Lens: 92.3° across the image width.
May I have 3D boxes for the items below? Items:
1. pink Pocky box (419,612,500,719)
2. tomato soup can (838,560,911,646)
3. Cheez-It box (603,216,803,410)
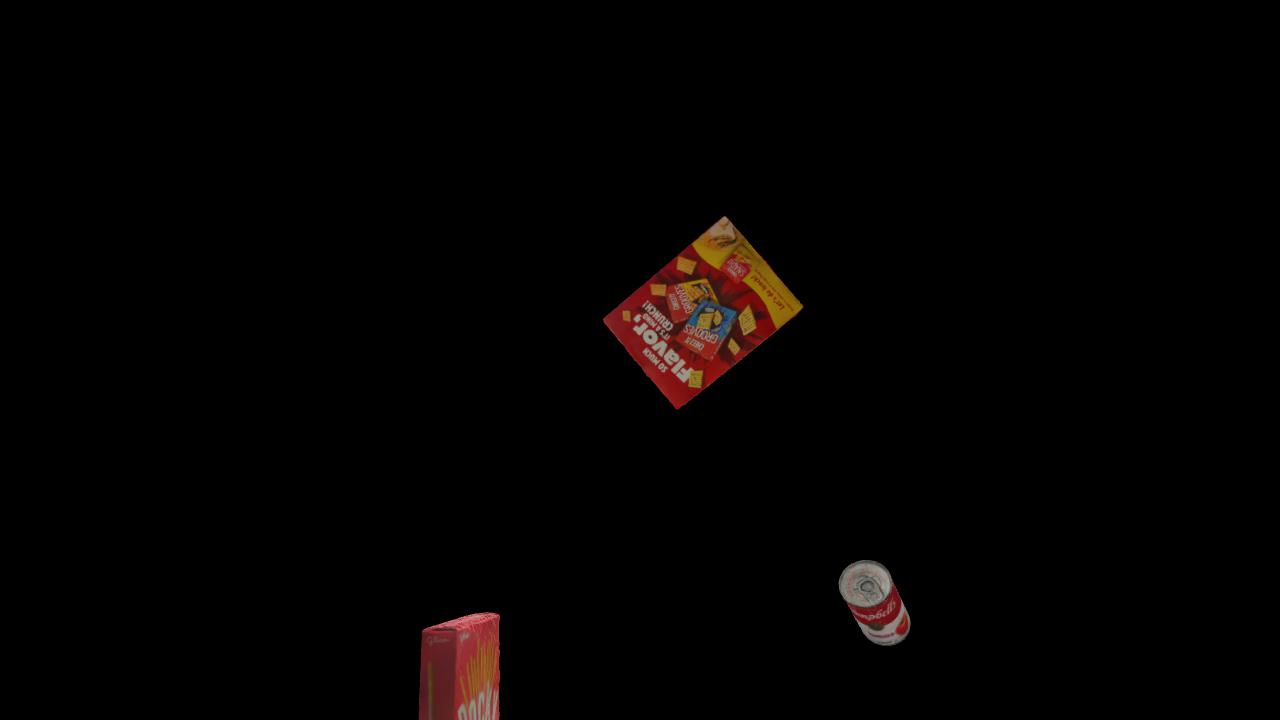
[{"bbox_3d":[-0.125,0.264,0.431,0.029,0.155,0.084,-6,-17,6],"label":"pink Pocky box"},{"bbox_3d":[0.311,0.322,0.812,0.068,0.101,0.068,-23,31,15],"label":"tomato soup can"},{"bbox_3d":[0.086,-0.063,0.856,0.223,0.166,0.071,-41,-4,7],"label":"Cheez-It box"}]
